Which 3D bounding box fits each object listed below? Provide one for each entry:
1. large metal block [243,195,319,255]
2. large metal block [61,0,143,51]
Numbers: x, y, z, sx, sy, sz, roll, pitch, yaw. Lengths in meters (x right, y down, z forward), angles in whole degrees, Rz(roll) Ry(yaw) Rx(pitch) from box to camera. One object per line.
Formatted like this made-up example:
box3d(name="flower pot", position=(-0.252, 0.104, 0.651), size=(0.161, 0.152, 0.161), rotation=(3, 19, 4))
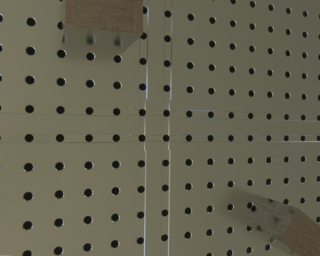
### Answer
box3d(name="large metal block", position=(0.186, 0.150, 0.454), size=(0.080, 0.080, 0.050), rotation=(38, 78, -17))
box3d(name="large metal block", position=(-0.070, -0.126, 0.358), size=(0.081, 0.080, 0.050), rotation=(0, 90, -20))
